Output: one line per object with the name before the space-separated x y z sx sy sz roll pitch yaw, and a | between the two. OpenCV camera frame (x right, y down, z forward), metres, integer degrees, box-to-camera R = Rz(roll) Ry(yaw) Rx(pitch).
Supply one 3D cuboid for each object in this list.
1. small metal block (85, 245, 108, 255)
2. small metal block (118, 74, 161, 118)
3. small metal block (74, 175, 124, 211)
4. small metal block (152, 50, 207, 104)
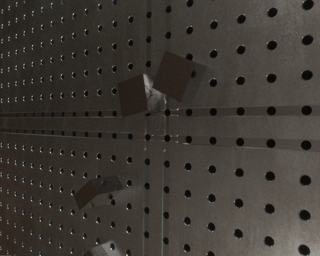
small metal block | -0.100 0.224 0.489 0.050 0.025 0.050 44 116 30
small metal block | -0.030 -0.043 0.432 0.050 0.025 0.050 -13 82 39
small metal block | -0.092 0.097 0.467 0.050 0.050 0.025 -42 65 31
small metal block | 0.024 -0.064 0.388 0.050 0.025 0.050 32 110 35
